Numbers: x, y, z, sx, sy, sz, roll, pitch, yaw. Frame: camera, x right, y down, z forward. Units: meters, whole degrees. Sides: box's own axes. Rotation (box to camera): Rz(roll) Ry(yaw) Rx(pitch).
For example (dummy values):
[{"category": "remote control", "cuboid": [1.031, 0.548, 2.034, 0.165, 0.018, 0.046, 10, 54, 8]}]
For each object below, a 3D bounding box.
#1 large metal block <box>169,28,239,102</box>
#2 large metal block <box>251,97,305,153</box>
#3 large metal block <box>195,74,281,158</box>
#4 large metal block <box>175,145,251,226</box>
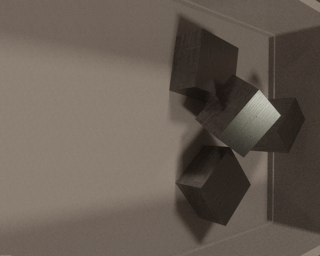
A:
[{"category": "large metal block", "cuboid": [0.065, -0.086, 0.447, 0.081, 0.050, 0.080, 12, 82, -40]}, {"category": "large metal block", "cuboid": [0.188, -0.005, 0.532, 0.080, 0.080, 0.050, -52, 121, -28]}, {"category": "large metal block", "cuboid": [0.110, -0.015, 0.435, 0.080, 0.050, 0.080, -51, 135, 7]}, {"category": "large metal block", "cuboid": [0.081, 0.083, 0.461, 0.080, 0.050, 0.080, -48, 119, -29]}]
